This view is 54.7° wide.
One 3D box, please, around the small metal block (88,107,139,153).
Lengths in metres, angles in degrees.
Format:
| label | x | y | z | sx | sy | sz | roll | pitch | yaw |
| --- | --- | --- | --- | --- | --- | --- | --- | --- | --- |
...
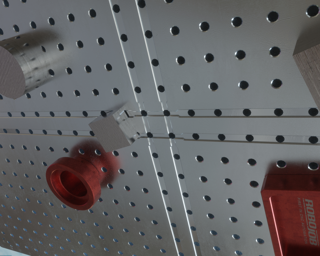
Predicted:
| label | x | y | z | sx | sy | sz | roll | pitch | yaw |
| --- | --- | --- | --- | --- | --- | --- | --- | --- | --- |
| small metal block | -0.067 | 0.004 | 0.449 | 0.050 | 0.025 | 0.050 | -18 | 109 | 35 |

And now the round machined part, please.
| label | x | y | z | sx | sy | sz | roll | pitch | yaw |
| --- | --- | --- | --- | --- | --- | --- | --- | --- | --- |
| round machined part | -0.142 | 0.090 | 0.531 | 0.098 | 0.042 | 0.097 | 13 | 124 | 21 |

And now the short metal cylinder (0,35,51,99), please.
| label | x | y | z | sx | sy | sz | roll | pitch | yaw |
| --- | --- | --- | --- | --- | --- | --- | --- | --- | --- |
| short metal cylinder | -0.208 | -0.089 | 0.450 | 0.080 | 0.050 | 0.079 | 13 | 124 | 21 |

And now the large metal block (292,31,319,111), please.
| label | x | y | z | sx | sy | sz | roll | pitch | yaw |
| --- | --- | --- | --- | --- | --- | --- | --- | --- | --- |
| large metal block | 0.175 | -0.053 | 0.270 | 0.080 | 0.050 | 0.080 | -22 | 107 | 36 |

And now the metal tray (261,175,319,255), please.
| label | x | y | z | sx | sy | sz | roll | pitch | yaw |
| --- | --- | --- | --- | --- | --- | --- | --- | --- | --- |
| metal tray | 0.184 | 0.119 | 0.384 | 0.090 | 0.030 | 0.129 | -5 | 116 | 30 |
